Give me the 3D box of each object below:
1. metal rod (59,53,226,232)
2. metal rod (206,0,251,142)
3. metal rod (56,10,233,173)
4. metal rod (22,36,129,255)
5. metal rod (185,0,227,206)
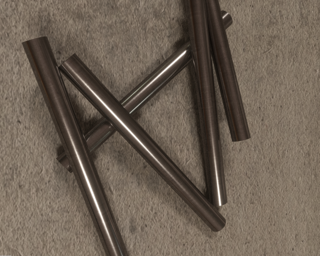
[{"bbox_3d":[-0.009,0.032,0.387,0.025,0.025,0.300,-47,112,-14],"label":"metal rod"},{"bbox_3d":[0.073,-0.129,0.409,0.025,0.025,0.298,-15,93,-20],"label":"metal rod"},{"bbox_3d":[-0.010,-0.057,0.406,0.301,0.025,0.025,-44,104,-15],"label":"metal rod"},{"bbox_3d":[-0.086,0.049,0.353,0.025,0.025,0.298,-22,107,-19],"label":"metal rod"},{"bbox_3d":[0.062,-0.039,0.414,0.025,0.025,0.298,-12,101,-20],"label":"metal rod"}]
